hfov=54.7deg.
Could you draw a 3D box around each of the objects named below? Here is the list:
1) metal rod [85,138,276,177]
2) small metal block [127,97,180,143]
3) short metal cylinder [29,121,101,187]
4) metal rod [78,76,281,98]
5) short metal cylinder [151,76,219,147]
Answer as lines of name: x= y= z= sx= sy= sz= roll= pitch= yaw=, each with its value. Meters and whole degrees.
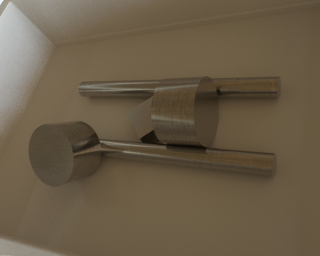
metal rod: x=-0.014 y=0.031 z=0.390 sx=0.300 sy=0.025 sz=0.025 roll=3 pitch=63 yaw=29
small metal block: x=-0.009 y=-0.011 z=0.414 sx=0.050 sy=0.025 sz=0.050 roll=-33 pitch=52 yaw=6
short metal cylinder: x=-0.125 y=0.032 z=0.410 sx=0.080 sy=0.050 sz=0.079 roll=4 pitch=98 yaw=29
metal rod: x=0.007 y=-0.055 z=0.432 sx=0.300 sy=0.025 sz=0.025 roll=3 pitch=64 yaw=29
short metal cylinder: x=0.032 y=-0.019 z=0.363 sx=0.050 sy=0.080 sz=0.080 roll=2 pitch=63 yaw=29
